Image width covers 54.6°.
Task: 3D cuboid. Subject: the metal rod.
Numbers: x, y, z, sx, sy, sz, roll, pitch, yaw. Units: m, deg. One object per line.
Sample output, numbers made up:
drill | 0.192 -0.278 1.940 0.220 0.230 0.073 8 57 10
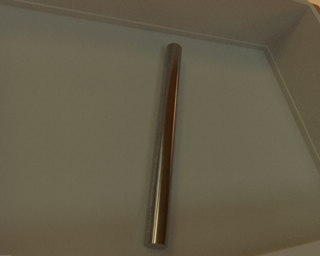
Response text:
metal rod | 0.009 0.000 0.407 0.025 0.025 0.300 18 55 -18
